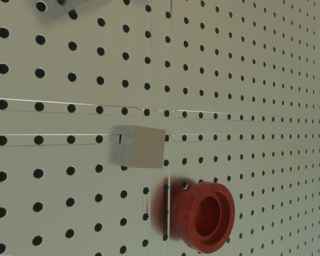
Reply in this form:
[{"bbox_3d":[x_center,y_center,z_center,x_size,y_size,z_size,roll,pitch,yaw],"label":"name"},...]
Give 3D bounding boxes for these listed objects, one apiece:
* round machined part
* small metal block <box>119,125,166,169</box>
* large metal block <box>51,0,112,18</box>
[{"bbox_3d":[0.062,0.126,0.450,0.099,0.042,0.097,0,90,-40],"label":"round machined part"},{"bbox_3d":[-0.022,0.024,0.391,0.050,0.025,0.050,8,85,-40],"label":"small metal block"},{"bbox_3d":[-0.081,-0.173,0.325,0.080,0.050,0.080,-37,113,-34],"label":"large metal block"}]
